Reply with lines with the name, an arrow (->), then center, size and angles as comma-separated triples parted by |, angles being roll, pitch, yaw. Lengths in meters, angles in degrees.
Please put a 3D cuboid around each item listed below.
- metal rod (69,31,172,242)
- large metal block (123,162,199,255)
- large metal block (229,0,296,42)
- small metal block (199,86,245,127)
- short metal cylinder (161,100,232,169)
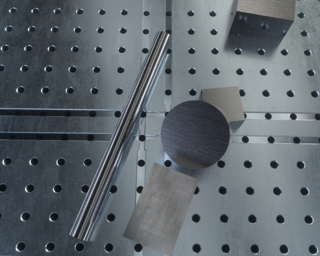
metal rod -> -0.044, -0.003, 0.412 | 0.025, 0.025, 0.300 | 19, 71, 6
large metal block -> 0.002, 0.093, 0.349 | 0.050, 0.080, 0.080 | 21, 71, 7
large metal block -> 0.155, -0.185, 0.468 | 0.080, 0.050, 0.080 | 11, 70, 3
small metal block -> 0.084, -0.027, 0.423 | 0.050, 0.025, 0.050 | -5, 70, -3
short metal cylinder -> 0.047, 0.007, 0.380 | 0.080, 0.050, 0.079 | 1, 92, 16
